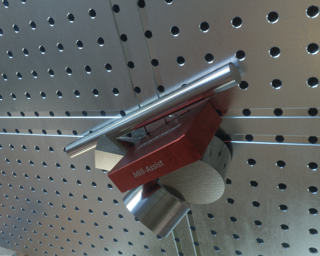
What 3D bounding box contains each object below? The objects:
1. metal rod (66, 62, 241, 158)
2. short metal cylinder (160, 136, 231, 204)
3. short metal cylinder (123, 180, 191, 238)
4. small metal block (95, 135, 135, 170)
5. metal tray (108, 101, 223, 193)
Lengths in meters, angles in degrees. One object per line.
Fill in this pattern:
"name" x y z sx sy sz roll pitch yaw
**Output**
"metal rod" -0.031 -0.011 0.416 0.299 0.025 0.025 -23 106 36
"short metal cylinder" 0.045 0.050 0.391 0.080 0.050 0.079 12 131 14
"short metal cylinder" -0.004 0.104 0.428 0.080 0.080 0.050 40 88 0
"small metal block" -0.066 0.040 0.449 0.050 0.025 0.050 12 142 -1
"metal tray" 0.005 0.024 0.377 0.130 0.090 0.030 -30 102 37
